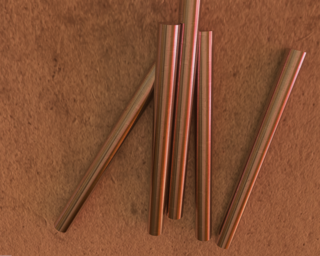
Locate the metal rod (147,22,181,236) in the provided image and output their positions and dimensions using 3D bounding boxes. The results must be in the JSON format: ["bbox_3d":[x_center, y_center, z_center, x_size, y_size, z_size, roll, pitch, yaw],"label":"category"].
[{"bbox_3d":[0.001,0.020,0.400,0.025,0.025,0.298,3,116,-2],"label":"metal rod"}]

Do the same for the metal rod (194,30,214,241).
[{"bbox_3d":[0.059,0.024,0.419,0.025,0.025,0.298,-3,110,0],"label":"metal rod"}]

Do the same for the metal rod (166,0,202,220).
[{"bbox_3d":[0.028,-0.009,0.396,0.025,0.025,0.298,2,114,-1],"label":"metal rod"}]

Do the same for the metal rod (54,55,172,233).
[{"bbox_3d":[-0.067,0.027,0.418,0.025,0.025,0.299,30,107,-11],"label":"metal rod"}]

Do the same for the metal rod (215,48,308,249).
[{"bbox_3d":[0.131,0.041,0.426,0.025,0.025,0.298,13,110,-5],"label":"metal rod"}]
